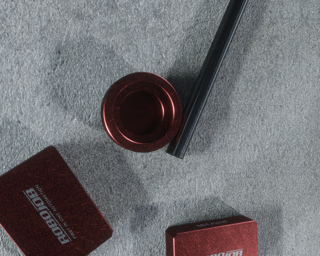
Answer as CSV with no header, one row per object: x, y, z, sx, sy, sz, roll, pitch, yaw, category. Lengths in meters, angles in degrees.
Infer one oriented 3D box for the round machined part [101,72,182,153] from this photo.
-0.026,-0.019,0.391,0.099,0.042,0.097,0,90,-21,round machined part

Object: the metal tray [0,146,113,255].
-0.127,0.097,0.360,0.090,0.030,0.130,-35,102,-17,metal tray

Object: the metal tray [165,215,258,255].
0.075,0.179,0.436,0.131,0.030,0.089,-2,91,-21,metal tray

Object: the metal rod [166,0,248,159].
0.078,-0.098,0.438,0.025,0.025,0.299,26,81,-19,metal rod
